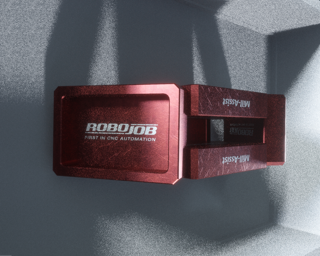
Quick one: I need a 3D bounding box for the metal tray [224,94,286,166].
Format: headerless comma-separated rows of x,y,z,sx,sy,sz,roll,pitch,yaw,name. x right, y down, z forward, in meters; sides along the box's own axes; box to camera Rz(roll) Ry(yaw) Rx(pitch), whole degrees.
0.131,0.002,0.447,0.030,0.130,0.089,1,90,-10,metal tray

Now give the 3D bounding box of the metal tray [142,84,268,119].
0.054,-0.027,0.367,0.131,0.090,0.030,0,90,-40,metal tray

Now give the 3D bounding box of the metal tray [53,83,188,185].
-0.041,0.004,0.304,0.030,0.130,0.089,0,91,-72,metal tray

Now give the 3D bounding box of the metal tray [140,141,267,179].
0.053,0.034,0.367,0.131,0.090,0.030,0,90,-40,metal tray

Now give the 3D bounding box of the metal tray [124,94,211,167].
0.014,0.003,0.413,0.131,0.030,0.089,-1,91,-41,metal tray
